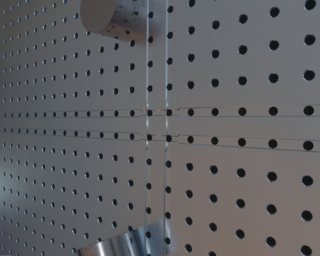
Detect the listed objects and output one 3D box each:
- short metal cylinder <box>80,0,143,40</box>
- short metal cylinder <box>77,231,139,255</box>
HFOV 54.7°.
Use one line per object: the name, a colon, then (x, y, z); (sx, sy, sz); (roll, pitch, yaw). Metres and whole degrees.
short metal cylinder: (-0.071, -0.174, 0.452); (0.080, 0.050, 0.079); (0, 90, 40)
short metal cylinder: (-0.070, 0.181, 0.432); (0.080, 0.081, 0.050); (-30, 72, 36)
